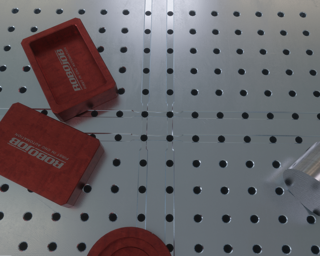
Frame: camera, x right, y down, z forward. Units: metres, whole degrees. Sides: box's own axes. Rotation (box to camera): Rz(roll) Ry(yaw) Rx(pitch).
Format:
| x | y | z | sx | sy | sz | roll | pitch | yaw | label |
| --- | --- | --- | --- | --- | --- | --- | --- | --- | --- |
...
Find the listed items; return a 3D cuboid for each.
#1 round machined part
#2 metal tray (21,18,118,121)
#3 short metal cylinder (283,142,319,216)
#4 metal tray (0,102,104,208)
| x | y | z | sx | sy | sz | roll | pitch | yaw | label |
| --- | --- | --- | --- | --- | --- | --- | --- | --- | --- |
| -0.033 | 0.161 | 0.343 | 0.099 | 0.042 | 0.098 | 0 | 70 | 0 | round machined part |
| -0.128 | -0.085 | 0.439 | 0.090 | 0.030 | 0.130 | -27 | 72 | -10 | metal tray |
| 0.194 | 0.062 | 0.361 | 0.050 | 0.080 | 0.080 | -39 | 75 | -13 | short metal cylinder |
| -0.151 | 0.033 | 0.396 | 0.130 | 0.030 | 0.090 | 24 | 72 | 8 | metal tray |
